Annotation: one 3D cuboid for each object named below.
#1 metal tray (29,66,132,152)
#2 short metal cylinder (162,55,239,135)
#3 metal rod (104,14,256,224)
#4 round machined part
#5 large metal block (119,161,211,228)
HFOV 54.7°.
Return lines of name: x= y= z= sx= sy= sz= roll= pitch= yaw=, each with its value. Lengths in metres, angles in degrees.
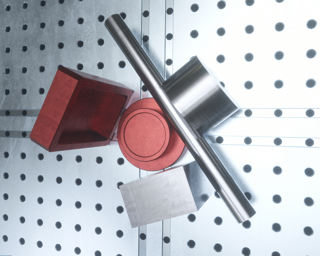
metal tray: x=-0.091 y=-0.020 z=0.388 sx=0.030 sy=0.130 sz=0.090 roll=29 pitch=99 yaw=17
short metal cylinder: x=0.048 y=-0.039 z=0.365 sx=0.050 sy=0.080 sz=0.080 roll=-39 pitch=78 yaw=16
metal rod: x=0.019 y=-0.020 z=0.383 sx=0.025 sy=0.025 sz=0.299 roll=-37 pitch=79 yaw=16
round machined part: x=-0.013 y=0.009 z=0.407 sx=0.098 sy=0.042 sz=0.097 roll=0 pitch=90 yaw=19
large metal block: x=0.010 y=0.077 z=0.379 sx=0.080 sy=0.080 sz=0.050 roll=-20 pitch=84 yaw=18
